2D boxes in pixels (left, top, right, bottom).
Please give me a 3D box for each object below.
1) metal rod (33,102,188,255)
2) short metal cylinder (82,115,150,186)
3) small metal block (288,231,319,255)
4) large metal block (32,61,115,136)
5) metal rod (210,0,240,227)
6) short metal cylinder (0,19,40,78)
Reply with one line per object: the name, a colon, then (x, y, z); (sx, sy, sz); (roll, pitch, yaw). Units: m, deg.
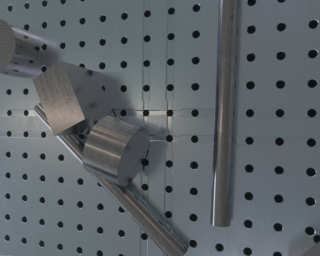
metal rod: (-0.078, 0.068, 0.440); (0.300, 0.025, 0.025); (43, 103, 14)
short metal cylinder: (-0.055, 0.029, 0.403); (0.050, 0.080, 0.080); (20, 97, 19)
small metal block: (0.183, 0.154, 0.348); (0.050, 0.025, 0.050); (-46, 76, 14)
large metal block: (-0.114, -0.037, 0.423); (0.050, 0.080, 0.080); (-26, 82, 18)
metal rod: (0.081, -0.030, 0.384); (0.025, 0.025, 0.298); (2, 91, 20)
short metal cylinder: (-0.237, -0.122, 0.483); (0.080, 0.050, 0.079); (0, 90, 20)
